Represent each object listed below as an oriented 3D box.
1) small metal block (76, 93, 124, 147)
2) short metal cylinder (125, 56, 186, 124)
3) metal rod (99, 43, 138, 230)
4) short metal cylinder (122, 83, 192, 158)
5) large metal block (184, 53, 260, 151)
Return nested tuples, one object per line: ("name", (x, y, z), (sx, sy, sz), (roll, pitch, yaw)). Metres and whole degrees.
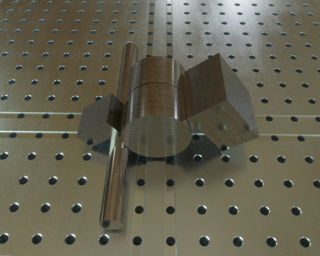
("small metal block", (-0.075, -0.010, 0.396), (0.050, 0.025, 0.050), (-24, 44, 26))
("short metal cylinder", (-0.003, -0.046, 0.405), (0.081, 0.080, 0.050), (0, 50, 0))
("metal rod", (-0.049, -0.015, 0.414), (0.025, 0.025, 0.300), (0, 50, 0))
("short metal cylinder", (-0.004, -0.007, 0.373), (0.081, 0.080, 0.050), (0, 50, 0))
("large metal block", (0.075, -0.031, 0.384), (0.050, 0.080, 0.080), (-26, 44, 29))
